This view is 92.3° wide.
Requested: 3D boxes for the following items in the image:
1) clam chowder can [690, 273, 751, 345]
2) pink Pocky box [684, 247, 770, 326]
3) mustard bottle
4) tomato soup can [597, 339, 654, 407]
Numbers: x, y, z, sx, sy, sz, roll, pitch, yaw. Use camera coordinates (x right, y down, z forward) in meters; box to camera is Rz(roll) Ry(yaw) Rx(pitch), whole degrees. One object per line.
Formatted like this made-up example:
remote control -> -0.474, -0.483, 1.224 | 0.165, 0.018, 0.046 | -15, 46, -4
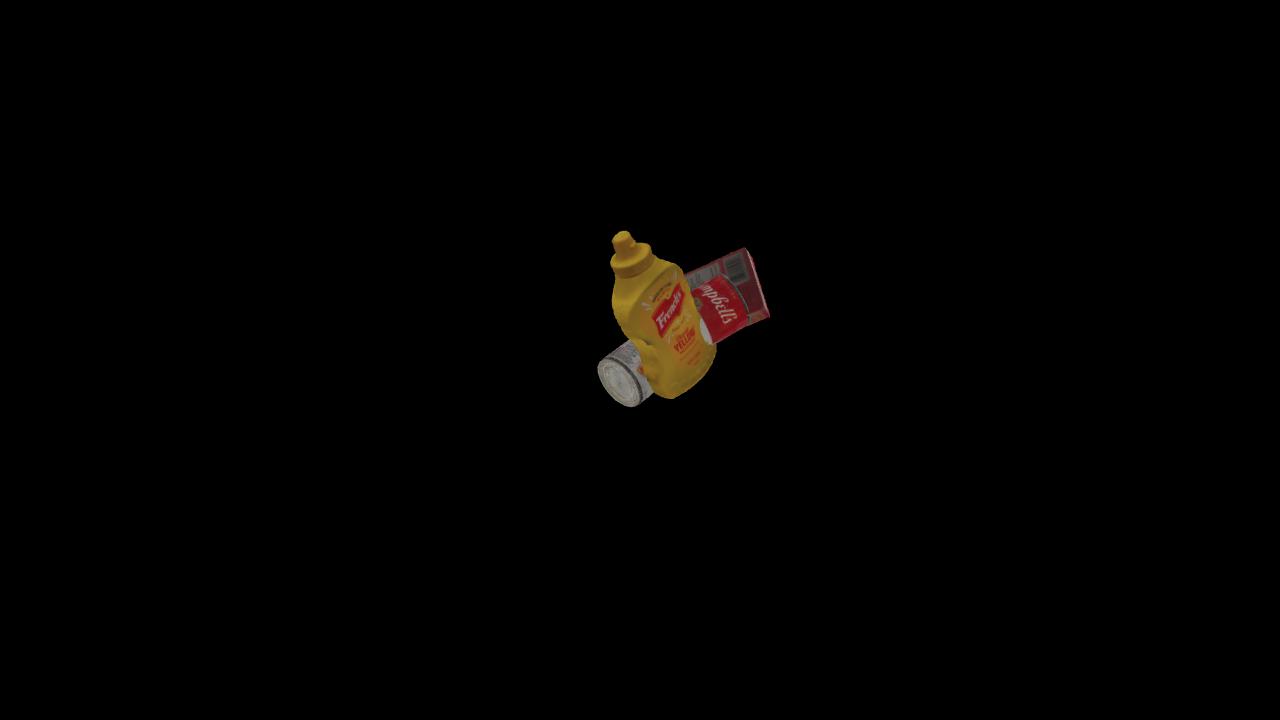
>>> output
clam chowder can -> 0.062, -0.043, 0.686 | 0.102, 0.068, 0.068 | -31, 3, -5
pink Pocky box -> 0.066, -0.061, 0.713 | 0.155, 0.084, 0.029 | -22, -29, 21
mustard bottle -> 0.016, -0.052, 0.631 | 0.092, 0.184, 0.054 | -43, 37, -20
tomato soup can -> 0.009, 0.001, 0.708 | 0.101, 0.068, 0.068 | -38, 23, -33
